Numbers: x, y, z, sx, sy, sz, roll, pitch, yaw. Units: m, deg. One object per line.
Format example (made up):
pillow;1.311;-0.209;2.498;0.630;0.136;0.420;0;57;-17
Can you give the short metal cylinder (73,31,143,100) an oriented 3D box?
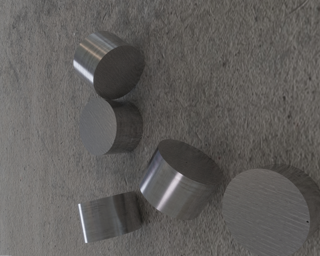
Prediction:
short metal cylinder;-0.070;-0.086;0.427;0.050;0.081;0.079;40;114;33

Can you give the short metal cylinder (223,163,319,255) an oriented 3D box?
short metal cylinder;0.109;0.076;0.299;0.080;0.050;0.080;0;90;40

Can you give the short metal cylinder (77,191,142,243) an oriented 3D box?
short metal cylinder;-0.069;0.121;0.427;0.080;0.081;0.050;-22;76;38

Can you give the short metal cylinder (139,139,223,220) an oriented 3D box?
short metal cylinder;0.023;0.056;0.350;0.080;0.081;0.050;42;116;32

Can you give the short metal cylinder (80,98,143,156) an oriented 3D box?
short metal cylinder;-0.071;-0.002;0.448;0.080;0.050;0.080;0;90;40
